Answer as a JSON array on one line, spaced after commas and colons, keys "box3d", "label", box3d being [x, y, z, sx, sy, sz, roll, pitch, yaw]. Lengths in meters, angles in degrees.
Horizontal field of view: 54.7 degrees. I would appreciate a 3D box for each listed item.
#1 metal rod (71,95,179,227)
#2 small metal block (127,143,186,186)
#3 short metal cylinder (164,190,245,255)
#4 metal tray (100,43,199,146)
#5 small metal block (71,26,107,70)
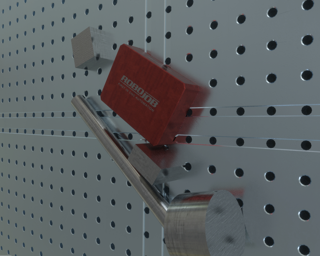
[{"box3d": [-0.049, 0.051, 0.447, 0.300, 0.025, 0.025, 47, 118, 29], "label": "metal rod"}, {"box3d": [-0.004, 0.044, 0.395, 0.050, 0.050, 0.025, 41, 115, 32], "label": "small metal block"}, {"box3d": [0.050, 0.108, 0.331, 0.050, 0.081, 0.080, -15, 81, 39], "label": "short metal cylinder"}, {"box3d": [-0.020, -0.047, 0.421, 0.130, 0.030, 0.089, 39, 114, 32], "label": "metal tray"}, {"box3d": [-0.116, -0.128, 0.502, 0.050, 0.025, 0.050, -18, 79, 38], "label": "small metal block"}]
